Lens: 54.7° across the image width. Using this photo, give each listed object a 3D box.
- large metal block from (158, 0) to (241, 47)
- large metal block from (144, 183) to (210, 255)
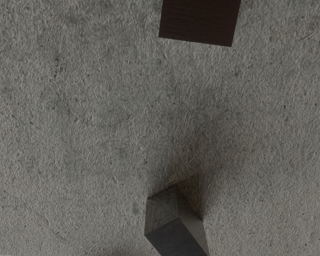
[{"bbox_3d":[0.043,-0.139,0.346,0.081,0.050,0.079,7,110,-3],"label":"large metal block"},{"bbox_3d":[0.023,0.139,0.432,0.050,0.080,0.080,-31,107,11],"label":"large metal block"}]
